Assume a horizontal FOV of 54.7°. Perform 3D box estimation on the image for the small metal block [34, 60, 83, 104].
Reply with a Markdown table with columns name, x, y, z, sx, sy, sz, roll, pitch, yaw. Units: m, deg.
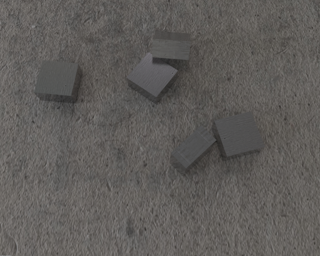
| name | x | y | z | sx | sy | sz | roll | pitch | yaw |
| --- | --- | --- | --- | --- | --- | --- | --- | --- | --- |
| small metal block | -0.140 | -0.064 | 0.430 | 0.050 | 0.025 | 0.050 | 6 | 70 | 2 |

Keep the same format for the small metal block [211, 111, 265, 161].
| name | x | y | z | sx | sy | sz | roll | pitch | yaw |
| --- | --- | --- | --- | --- | --- | --- | --- | --- | --- |
| small metal block | 0.101 | 0.011 | 0.405 | 0.050 | 0.025 | 0.050 | -14 | 71 | -5 |

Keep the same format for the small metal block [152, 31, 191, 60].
| name | x | y | z | sx | sy | sz | roll | pitch | yaw |
| --- | --- | --- | --- | --- | --- | --- | --- | --- | --- |
| small metal block | 0.016 | -0.117 | 0.437 | 0.050 | 0.025 | 0.050 | 5 | 29 | 2 |

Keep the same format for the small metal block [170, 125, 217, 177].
| name | x | y | z | sx | sy | sz | roll | pitch | yaw |
| --- | --- | --- | --- | --- | --- | --- | --- | --- | --- |
| small metal block | 0.040 | 0.030 | 0.384 | 0.050 | 0.050 | 0.025 | -41 | 75 | -13 |

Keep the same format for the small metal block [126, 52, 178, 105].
| name | x | y | z | sx | sy | sz | roll | pitch | yaw |
| --- | --- | --- | --- | --- | --- | --- | --- | --- | --- |
| small metal block | -0.010 | -0.069 | 0.433 | 0.050 | 0.025 | 0.050 | 34 | 73 | 11 |
